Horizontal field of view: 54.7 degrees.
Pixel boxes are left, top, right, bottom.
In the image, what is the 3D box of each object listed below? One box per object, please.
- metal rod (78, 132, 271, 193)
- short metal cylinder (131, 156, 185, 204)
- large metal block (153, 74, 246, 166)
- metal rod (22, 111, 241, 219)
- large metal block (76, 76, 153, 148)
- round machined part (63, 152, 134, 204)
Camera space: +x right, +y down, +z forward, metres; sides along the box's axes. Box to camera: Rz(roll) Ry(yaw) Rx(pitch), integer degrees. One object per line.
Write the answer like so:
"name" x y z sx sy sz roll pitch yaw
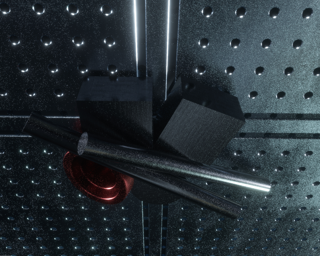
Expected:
"metal rod" 0.041 0.053 0.403 0.302 0.025 0.025 17 130 -33
"short metal cylinder" -0.001 0.065 0.445 0.081 0.050 0.079 0 130 0
"large metal block" 0.044 -0.008 0.383 0.080 0.050 0.079 19 128 -16
"metal rod" -0.017 0.056 0.387 0.301 0.025 0.025 27 125 -23
"large metal block" -0.049 -0.015 0.373 0.081 0.050 0.079 1 130 -1
"round machined part" -0.079 0.056 0.428 0.098 0.042 0.097 14 129 18
